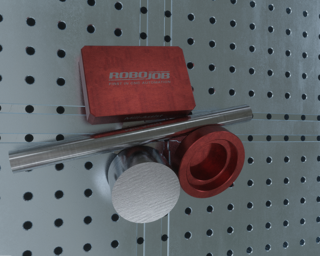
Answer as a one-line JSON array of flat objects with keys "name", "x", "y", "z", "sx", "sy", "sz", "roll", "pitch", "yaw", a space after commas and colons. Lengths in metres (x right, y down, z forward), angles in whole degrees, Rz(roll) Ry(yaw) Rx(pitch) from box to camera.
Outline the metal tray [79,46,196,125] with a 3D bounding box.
[{"name": "metal tray", "x": -0.028, "y": -0.056, "z": 0.385, "sx": 0.131, "sy": 0.030, "sz": 0.090, "roll": -5, "pitch": 73, "yaw": -21}]

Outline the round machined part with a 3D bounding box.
[{"name": "round machined part", "x": 0.061, "y": 0.041, "z": 0.415, "sx": 0.099, "sy": 0.042, "sz": 0.097, "roll": -10, "pitch": 116, "yaw": -20}]

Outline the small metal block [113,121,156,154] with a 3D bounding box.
[{"name": "small metal block", "x": -0.033, "y": 0.015, "z": 0.410, "sx": 0.050, "sy": 0.025, "sz": 0.050, "roll": 19, "pitch": 84, "yaw": -20}]

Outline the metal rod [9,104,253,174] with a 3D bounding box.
[{"name": "metal rod", "x": -0.018, "y": 0.008, "z": 0.379, "sx": 0.303, "sy": 0.025, "sz": 0.025, "roll": -12, "pitch": 94, "yaw": -20}]

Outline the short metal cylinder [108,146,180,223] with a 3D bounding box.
[{"name": "short metal cylinder", "x": -0.021, "y": 0.068, "z": 0.380, "sx": 0.081, "sy": 0.050, "sz": 0.079, "roll": -5, "pitch": 110, "yaw": -13}]
